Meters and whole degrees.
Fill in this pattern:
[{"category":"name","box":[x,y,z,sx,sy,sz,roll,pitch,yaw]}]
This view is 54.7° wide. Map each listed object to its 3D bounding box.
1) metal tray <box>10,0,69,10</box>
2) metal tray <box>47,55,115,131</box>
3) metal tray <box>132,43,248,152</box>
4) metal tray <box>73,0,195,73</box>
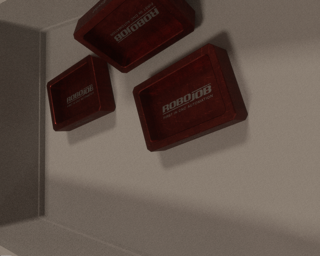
[{"category":"metal tray","box":[-0.177,-0.241,0.506,0.130,0.091,0.030,-17,90,38]},{"category":"metal tray","box":[-0.134,-0.053,0.511,0.130,0.030,0.090,-19,78,38]},{"category":"metal tray","box":[0.030,-0.031,0.376,0.130,0.030,0.090,-24,75,37]},{"category":"metal tray","box":[-0.033,-0.128,0.387,0.130,0.090,0.030,-23,48,37]}]
